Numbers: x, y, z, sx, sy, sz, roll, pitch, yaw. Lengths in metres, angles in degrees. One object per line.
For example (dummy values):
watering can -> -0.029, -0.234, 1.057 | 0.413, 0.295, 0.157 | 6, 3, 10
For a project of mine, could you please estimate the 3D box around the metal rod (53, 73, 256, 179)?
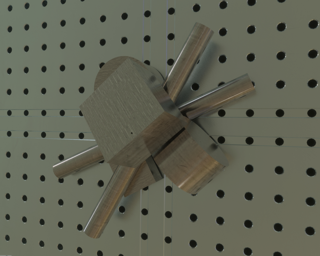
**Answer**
metal rod -> -0.020, 0.005, 0.416 | 0.300, 0.025, 0.025 | -25, 82, 18

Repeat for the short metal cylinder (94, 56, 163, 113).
short metal cylinder -> -0.039, -0.050, 0.409 | 0.080, 0.050, 0.079 | 0, 90, 20

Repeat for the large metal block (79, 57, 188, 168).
large metal block -> -0.030, -0.014, 0.339 | 0.080, 0.050, 0.080 | -42, 60, 16

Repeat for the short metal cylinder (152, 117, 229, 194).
short metal cylinder -> 0.035, 0.031, 0.367 | 0.050, 0.080, 0.080 | -45, 76, 15

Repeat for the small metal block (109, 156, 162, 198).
small metal block -> -0.033, 0.059, 0.420 | 0.050, 0.025, 0.050 | -29, 81, 17

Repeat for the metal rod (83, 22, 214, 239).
metal rod -> -0.019, 0.010, 0.389 | 0.025, 0.025, 0.299 | 32, 100, 17
